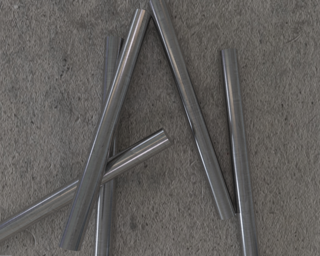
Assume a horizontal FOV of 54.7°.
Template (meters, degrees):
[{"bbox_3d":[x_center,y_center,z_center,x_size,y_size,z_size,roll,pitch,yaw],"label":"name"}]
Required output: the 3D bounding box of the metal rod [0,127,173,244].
[{"bbox_3d":[-0.120,0.085,0.390,0.301,0.025,0.025,-30,90,7],"label":"metal rod"}]

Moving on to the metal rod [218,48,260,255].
[{"bbox_3d":[0.106,0.046,0.410,0.025,0.025,0.298,-6,90,0],"label":"metal rod"}]

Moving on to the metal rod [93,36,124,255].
[{"bbox_3d":[-0.068,0.031,0.409,0.025,0.025,0.298,3,90,0],"label":"metal rod"}]

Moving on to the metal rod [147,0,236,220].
[{"bbox_3d":[0.042,-0.026,0.410,0.025,0.025,0.299,-18,90,0],"label":"metal rod"}]

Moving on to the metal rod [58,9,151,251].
[{"bbox_3d":[-0.061,-0.010,0.374,0.025,0.025,0.299,15,76,0],"label":"metal rod"}]
